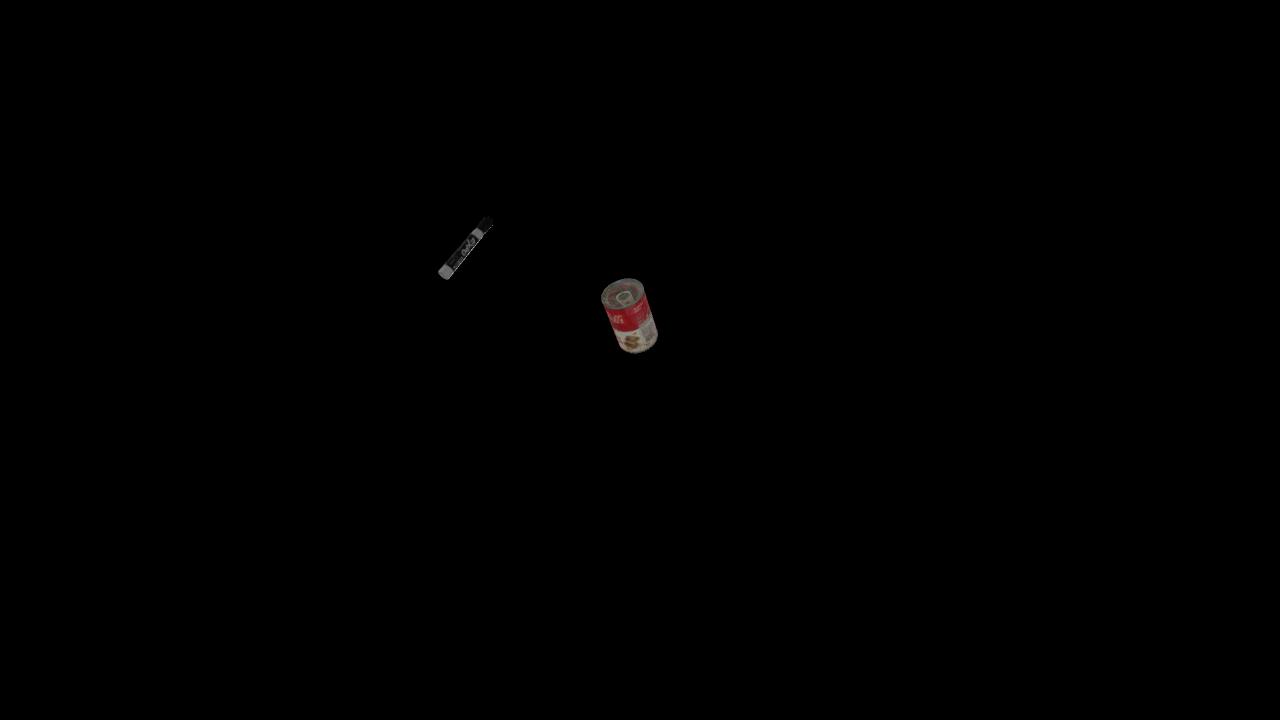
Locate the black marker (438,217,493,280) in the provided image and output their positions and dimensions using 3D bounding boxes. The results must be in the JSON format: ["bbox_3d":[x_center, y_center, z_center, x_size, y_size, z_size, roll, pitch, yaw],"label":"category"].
[{"bbox_3d":[-0.265,-0.174,0.943,0.020,0.121,0.020,28,-21,12],"label":"black marker"}]

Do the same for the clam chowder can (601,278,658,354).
[{"bbox_3d":[-0.014,-0.067,0.962,0.068,0.068,0.102,0,-41,20],"label":"clam chowder can"}]
